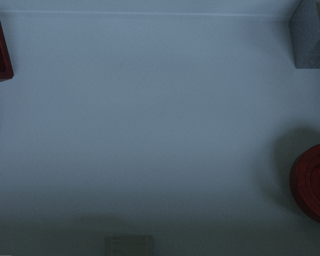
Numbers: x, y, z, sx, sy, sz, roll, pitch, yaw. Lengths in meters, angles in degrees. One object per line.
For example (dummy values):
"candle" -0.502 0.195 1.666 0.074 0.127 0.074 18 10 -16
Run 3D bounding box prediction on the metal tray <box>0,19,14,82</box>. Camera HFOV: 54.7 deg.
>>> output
"metal tray" -0.250 -0.099 0.374 0.030 0.131 0.089 -9 96 26

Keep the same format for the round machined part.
"round machined part" 0.207 0.070 0.378 0.099 0.042 0.098 0 70 -1

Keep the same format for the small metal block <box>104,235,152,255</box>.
"small metal block" -0.033 0.134 0.347 0.050 0.050 0.025 -1 70 -1

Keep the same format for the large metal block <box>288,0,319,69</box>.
"large metal block" 0.226 -0.138 0.434 0.050 0.080 0.080 0 70 0
